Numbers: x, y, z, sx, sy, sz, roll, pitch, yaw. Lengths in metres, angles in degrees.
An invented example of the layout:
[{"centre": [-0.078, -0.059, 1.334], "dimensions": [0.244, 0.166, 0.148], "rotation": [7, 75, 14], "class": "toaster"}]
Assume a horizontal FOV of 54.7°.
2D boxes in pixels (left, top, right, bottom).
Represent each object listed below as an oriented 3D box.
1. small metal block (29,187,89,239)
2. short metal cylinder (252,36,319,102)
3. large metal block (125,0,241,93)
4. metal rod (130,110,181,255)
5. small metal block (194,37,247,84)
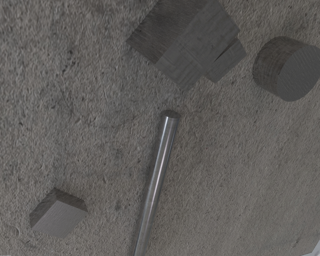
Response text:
[{"centre": [-0.132, 0.112, 0.404], "dimensions": [0.050, 0.025, 0.050], "rotation": [-48, 129, 5], "class": "small metal block"}, {"centre": [0.180, -0.084, 0.437], "dimensions": [0.081, 0.050, 0.079], "rotation": [-14, 124, -21], "class": "short metal cylinder"}, {"centre": [0.021, -0.096, 0.323], "dimensions": [0.080, 0.080, 0.050], "rotation": [-50, 129, 7], "class": "large metal block"}, {"centre": [-0.015, 0.113, 0.468], "dimensions": [0.025, 0.025, 0.298], "rotation": [-2, 119, -28], "class": "metal rod"}, {"centre": [0.066, -0.087, 0.373], "dimensions": [0.050, 0.050, 0.025], "rotation": [-42, 130, 1], "class": "small metal block"}]
